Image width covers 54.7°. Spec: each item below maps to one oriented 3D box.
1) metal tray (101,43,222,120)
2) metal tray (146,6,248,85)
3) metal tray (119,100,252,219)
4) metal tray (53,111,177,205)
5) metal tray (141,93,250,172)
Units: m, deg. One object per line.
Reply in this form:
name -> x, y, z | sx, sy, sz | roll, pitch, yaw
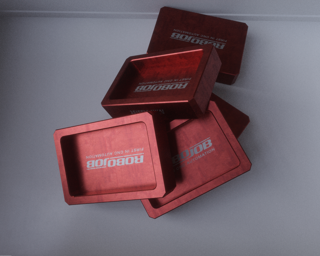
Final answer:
metal tray -> 0.000, -0.054, 0.379 | 0.130, 0.030, 0.090 | 0, 53, 34
metal tray -> 0.054, -0.121, 0.452 | 0.131, 0.030, 0.090 | 13, 70, 4
metal tray -> 0.028, 0.037, 0.364 | 0.130, 0.030, 0.090 | -30, 82, 9
metal tray -> -0.054, 0.035, 0.350 | 0.130, 0.030, 0.089 | -10, 89, 23
metal tray -> 0.039, -0.011, 0.412 | 0.130, 0.030, 0.090 | 36, 73, 11
